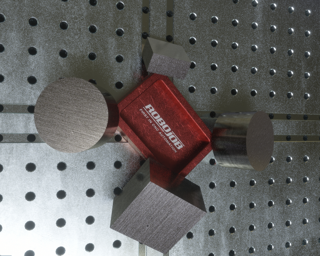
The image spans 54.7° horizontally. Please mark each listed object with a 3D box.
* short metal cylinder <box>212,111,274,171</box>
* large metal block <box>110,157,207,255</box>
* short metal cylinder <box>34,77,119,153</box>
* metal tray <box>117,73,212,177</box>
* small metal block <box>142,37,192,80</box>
[{"bbox_3d":[0.115,0.017,0.425,0.081,0.050,0.079,-1,91,-46],"label":"short metal cylinder"},{"bbox_3d":[-0.003,0.096,0.380,0.080,0.050,0.080,33,110,-18],"label":"large metal block"},{"bbox_3d":[-0.091,-0.014,0.350,0.080,0.050,0.079,0,91,5],"label":"short metal cylinder"},{"bbox_3d":[0.004,0.001,0.411,0.090,0.030,0.130,-43,104,-15],"label":"metal tray"},{"bbox_3d":[0.007,-0.090,0.399,0.050,0.050,0.025,10,125,-20],"label":"small metal block"}]
